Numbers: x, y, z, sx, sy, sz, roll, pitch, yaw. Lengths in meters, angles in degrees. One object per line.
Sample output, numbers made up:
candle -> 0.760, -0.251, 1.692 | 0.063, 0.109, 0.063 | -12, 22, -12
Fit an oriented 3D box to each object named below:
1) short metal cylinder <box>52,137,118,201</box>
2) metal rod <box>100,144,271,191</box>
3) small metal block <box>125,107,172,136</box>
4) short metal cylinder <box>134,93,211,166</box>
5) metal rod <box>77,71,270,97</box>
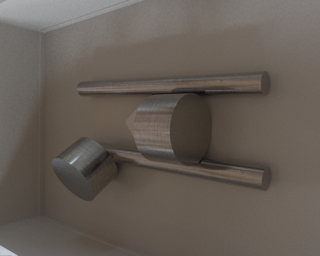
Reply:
short metal cylinder -> -0.110, 0.060, 0.454 | 0.080, 0.050, 0.079 | 24, 137, 24
metal rod -> -0.008, 0.043, 0.409 | 0.300, 0.025, 0.025 | 4, 93, 39
small metal block -> -0.013, -0.004, 0.413 | 0.050, 0.025, 0.050 | -45, 63, 30
short metal cylinder -> 0.016, 0.001, 0.354 | 0.050, 0.081, 0.079 | 2, 92, 40
metal rod -> -0.009, -0.054, 0.409 | 0.300, 0.025, 0.025 | 5, 93, 39
